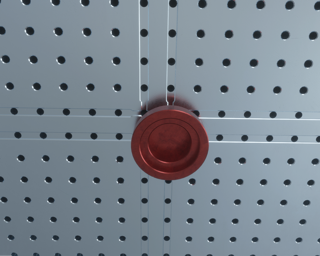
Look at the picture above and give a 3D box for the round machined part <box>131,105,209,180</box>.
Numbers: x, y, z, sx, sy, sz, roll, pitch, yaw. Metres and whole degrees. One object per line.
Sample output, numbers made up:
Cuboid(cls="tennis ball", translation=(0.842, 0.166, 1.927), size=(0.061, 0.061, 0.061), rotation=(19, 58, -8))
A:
Cuboid(cls="round machined part", translation=(0.013, 0.016, 0.410), size=(0.099, 0.042, 0.097), rotation=(0, 110, 0))
